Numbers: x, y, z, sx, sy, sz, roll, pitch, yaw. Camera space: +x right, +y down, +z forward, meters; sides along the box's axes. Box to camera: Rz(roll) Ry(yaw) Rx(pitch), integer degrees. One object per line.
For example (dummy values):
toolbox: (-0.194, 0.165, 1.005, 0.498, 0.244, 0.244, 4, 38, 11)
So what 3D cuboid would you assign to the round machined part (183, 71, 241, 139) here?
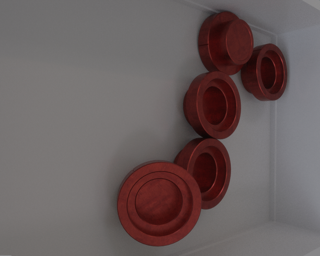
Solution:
round machined part: (0.072, -0.032, 0.455, 0.099, 0.042, 0.097, 2, 87, -40)

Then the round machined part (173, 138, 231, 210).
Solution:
round machined part: (0.055, 0.062, 0.439, 0.099, 0.042, 0.097, -1, 91, -43)

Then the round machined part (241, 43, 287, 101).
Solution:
round machined part: (0.180, -0.096, 0.546, 0.099, 0.042, 0.097, 0, 90, -40)

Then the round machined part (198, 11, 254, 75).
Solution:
round machined part: (0.108, -0.131, 0.481, 0.099, 0.042, 0.097, -5, 97, -39)

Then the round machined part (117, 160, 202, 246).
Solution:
round machined part: (-0.003, 0.087, 0.375, 0.099, 0.042, 0.097, 0, 91, -10)
